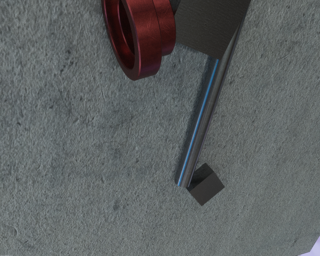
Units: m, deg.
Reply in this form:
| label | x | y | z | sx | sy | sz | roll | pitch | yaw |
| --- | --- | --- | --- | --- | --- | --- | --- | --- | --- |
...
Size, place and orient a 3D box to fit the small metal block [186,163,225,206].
| label | x | y | z | sx | sy | sz | roll | pitch | yaw |
| --- | --- | --- | --- | --- | --- | --- | --- | --- | --- |
| small metal block | 0.071 | 0.093 | 0.505 | 0.050 | 0.025 | 0.050 | -39 | 130 | -2 |

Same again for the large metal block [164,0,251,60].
| label | x | y | z | sx | sy | sz | roll | pitch | yaw |
| --- | --- | --- | --- | --- | --- | --- | --- | --- | --- |
| large metal block | 0.042 | -0.129 | 0.333 | 0.081 | 0.050 | 0.079 | 11 | 113 | -36 |

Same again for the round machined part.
| label | x | y | z | sx | sy | sz | roll | pitch | yaw |
| --- | --- | --- | --- | --- | --- | --- | --- | --- | --- |
| round machined part | -0.019 | -0.097 | 0.290 | 0.042 | 0.098 | 0.097 | -20 | 126 | -17 |

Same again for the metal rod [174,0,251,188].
| label | x | y | z | sx | sy | sz | roll | pitch | yaw |
| --- | --- | --- | --- | --- | --- | --- | --- | --- | --- |
| metal rod | 0.068 | -0.046 | 0.417 | 0.025 | 0.025 | 0.298 | 0 | 119 | -29 |
